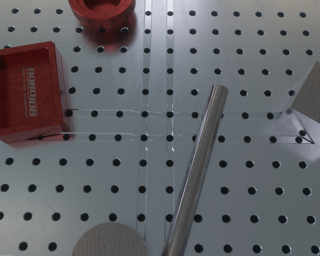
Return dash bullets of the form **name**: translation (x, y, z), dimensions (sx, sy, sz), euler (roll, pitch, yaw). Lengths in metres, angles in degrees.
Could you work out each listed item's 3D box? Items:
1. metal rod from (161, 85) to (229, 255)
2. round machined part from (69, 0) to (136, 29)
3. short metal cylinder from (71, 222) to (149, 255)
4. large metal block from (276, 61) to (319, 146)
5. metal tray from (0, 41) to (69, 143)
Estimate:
- **metal rod**: translation (0.038, 0.080, 0.382), dimensions (0.025, 0.025, 0.299), euler (17, 71, 6)
- **round machined part**: translation (-0.086, -0.191, 0.472), dimensions (0.099, 0.042, 0.098), euler (0, 70, 0)
- **short metal cylinder**: translation (-0.052, 0.147, 0.344), dimensions (0.081, 0.050, 0.080), euler (0, 70, 0)
- **large metal block**: translation (0.216, -0.028, 0.410), dimensions (0.080, 0.050, 0.080), euler (32, 73, 11)
- **metal tray**: translation (-0.180, -0.051, 0.426), dimensions (0.091, 0.030, 0.130), euler (-11, 70, -4)
